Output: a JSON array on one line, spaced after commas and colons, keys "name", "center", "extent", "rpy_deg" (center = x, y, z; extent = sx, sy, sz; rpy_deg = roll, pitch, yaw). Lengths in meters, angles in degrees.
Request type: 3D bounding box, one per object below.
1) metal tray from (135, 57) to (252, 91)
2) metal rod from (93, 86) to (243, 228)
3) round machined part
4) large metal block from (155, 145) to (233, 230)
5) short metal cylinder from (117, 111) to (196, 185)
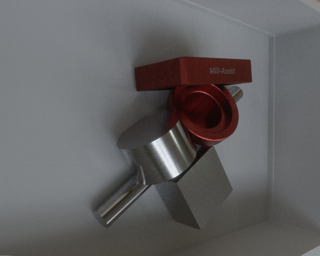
[{"name": "metal tray", "center": [0.045, -0.068, 0.400], "extent": [0.131, 0.090, 0.030], "rpy_deg": [-9, 96, -40]}, {"name": "metal rod", "center": [0.030, 0.022, 0.432], "extent": [0.302, 0.025, 0.025], "rpy_deg": [-40, 115, -33]}, {"name": "round machined part", "center": [0.054, -0.020, 0.423], "extent": [0.099, 0.042, 0.098], "rpy_deg": [10, 62, -20]}, {"name": "large metal block", "center": [0.046, 0.078, 0.428], "extent": [0.080, 0.050, 0.080], "rpy_deg": [-40, 115, -33]}, {"name": "short metal cylinder", "center": [-0.004, 0.022, 0.368], "extent": [0.080, 0.080, 0.050], "rpy_deg": [-41, 115, -33]}]
